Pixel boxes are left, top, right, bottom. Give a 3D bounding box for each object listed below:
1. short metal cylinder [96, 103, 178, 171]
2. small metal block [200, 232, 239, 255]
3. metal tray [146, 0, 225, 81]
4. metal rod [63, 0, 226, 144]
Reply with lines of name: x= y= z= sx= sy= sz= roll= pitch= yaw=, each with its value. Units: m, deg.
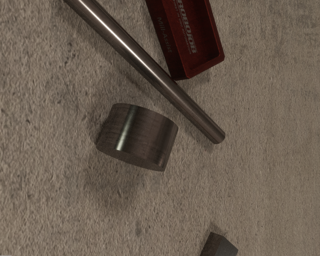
short metal cylinder: x=-0.025 y=0.012 z=0.350 sx=0.080 sy=0.080 sz=0.050 roll=30 pitch=71 yaw=-36
small metal block: x=0.091 y=0.200 z=0.485 sx=0.050 sy=0.025 sz=0.050 roll=47 pitch=62 yaw=-30
metal tray: x=0.038 y=-0.142 z=0.434 sx=0.091 sy=0.030 sz=0.129 roll=-32 pitch=110 yaw=-36
metal rod: x=-0.004 y=-0.067 z=0.402 sx=0.301 sy=0.025 sz=0.025 roll=41 pitch=65 yaw=-33
